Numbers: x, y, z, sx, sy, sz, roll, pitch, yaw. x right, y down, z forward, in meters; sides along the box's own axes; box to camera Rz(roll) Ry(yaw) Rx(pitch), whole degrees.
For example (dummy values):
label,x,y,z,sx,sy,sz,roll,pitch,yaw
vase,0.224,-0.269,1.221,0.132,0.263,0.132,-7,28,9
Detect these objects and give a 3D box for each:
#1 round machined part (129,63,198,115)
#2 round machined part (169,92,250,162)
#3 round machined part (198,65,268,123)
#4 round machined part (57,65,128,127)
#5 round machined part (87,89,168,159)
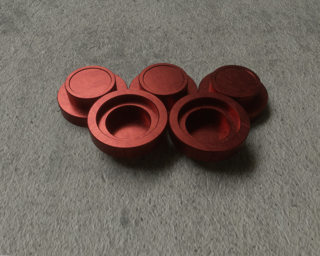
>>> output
label,x,y,z,sx,sy,sz,roll,pitch,yaw
round machined part,0.005,-0.055,0.440,0.099,0.042,0.098,0,50,0
round machined part,0.060,0.003,0.392,0.099,0.042,0.098,0,50,0
round machined part,0.104,-0.052,0.439,0.099,0.042,0.098,0,50,0
round machined part,-0.094,-0.051,0.435,0.099,0.042,0.098,0,50,0
round machined part,-0.039,-0.001,0.394,0.099,0.042,0.098,0,50,0
